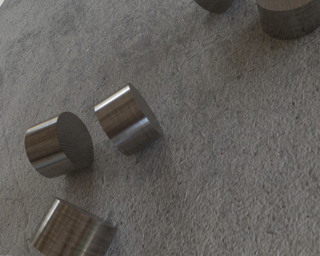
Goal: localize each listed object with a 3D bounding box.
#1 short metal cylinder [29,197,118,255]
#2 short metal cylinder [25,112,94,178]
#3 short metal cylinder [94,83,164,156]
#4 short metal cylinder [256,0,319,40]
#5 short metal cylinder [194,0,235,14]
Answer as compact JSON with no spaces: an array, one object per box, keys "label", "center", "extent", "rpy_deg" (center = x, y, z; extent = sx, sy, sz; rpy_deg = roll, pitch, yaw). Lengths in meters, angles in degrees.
[{"label":"short metal cylinder","center":[-0.094,0.118,0.346],"extent":[0.080,0.080,0.050],"rpy_deg":[16,70,34]},{"label":"short metal cylinder","center":[-0.136,0.023,0.426],"extent":[0.050,0.080,0.080],"rpy_deg":[-21,54,16]},{"label":"short metal cylinder","center":[-0.038,-0.011,0.395],"extent":[0.050,0.080,0.080],"rpy_deg":[-32,52,7]},{"label":"short metal cylinder","center":[0.168,-0.161,0.398],"extent":[0.080,0.050,0.080],"rpy_deg":[-13,56,21]},{"label":"short metal cylinder","center":[0.083,-0.219,0.459],"extent":[0.080,0.080,0.050],"rpy_deg":[31,79,38]}]
